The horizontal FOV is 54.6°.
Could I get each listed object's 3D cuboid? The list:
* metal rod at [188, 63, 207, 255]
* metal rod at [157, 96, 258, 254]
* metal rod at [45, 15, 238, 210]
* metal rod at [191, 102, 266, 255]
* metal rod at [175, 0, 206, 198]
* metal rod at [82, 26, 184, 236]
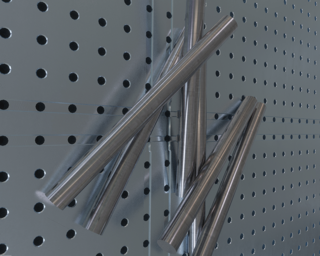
[{"bbox_3d":[0.055,0.039,0.453,0.025,0.025,0.298,1,90,-40],"label":"metal rod"},{"bbox_3d":[0.083,0.045,0.446,0.301,0.025,0.025,-50,120,-39],"label":"metal rod"},{"bbox_3d":[-0.010,-0.029,0.359,0.301,0.025,0.025,-47,119,-16],"label":"metal rod"},{"bbox_3d":[0.113,0.074,0.481,0.025,0.025,0.301,49,55,-29],"label":"metal rod"},{"bbox_3d":[0.041,-0.053,0.415,0.025,0.025,0.298,-4,101,-40],"label":"metal rod"},{"bbox_3d":[-0.015,-0.013,0.395,0.025,0.025,0.300,39,66,-33],"label":"metal rod"}]
